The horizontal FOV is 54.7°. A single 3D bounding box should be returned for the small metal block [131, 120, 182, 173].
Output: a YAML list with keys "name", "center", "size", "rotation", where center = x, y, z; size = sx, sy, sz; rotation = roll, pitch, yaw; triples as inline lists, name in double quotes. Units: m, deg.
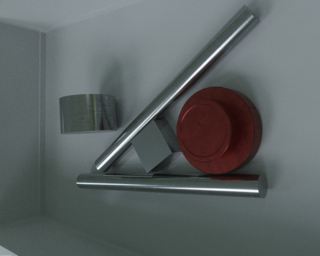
- name: "small metal block"
  center: [-0.004, 0.024, 0.406]
  size: [0.050, 0.025, 0.050]
  rotation: [-43, 65, 31]

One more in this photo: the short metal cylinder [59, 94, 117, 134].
- name: "short metal cylinder"
  center: [-0.104, -0.018, 0.453]
  size: [0.080, 0.081, 0.050]
  rotation: [-6, 86, 39]

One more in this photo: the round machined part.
- name: "round machined part"
  center: [0.058, 0.003, 0.343]
  size: [0.098, 0.042, 0.097]
  rotation: [0, 90, 39]

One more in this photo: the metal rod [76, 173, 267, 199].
- name: "metal rod"
  center: [-0.010, 0.073, 0.411]
  size: [0.300, 0.025, 0.025]
  rotation: [-7, 86, 39]

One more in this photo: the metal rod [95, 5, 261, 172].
- name: "metal rod"
  center: [0.004, -0.031, 0.400]
  size: [0.299, 0.025, 0.025]
  rotation: [-44, 64, 31]
